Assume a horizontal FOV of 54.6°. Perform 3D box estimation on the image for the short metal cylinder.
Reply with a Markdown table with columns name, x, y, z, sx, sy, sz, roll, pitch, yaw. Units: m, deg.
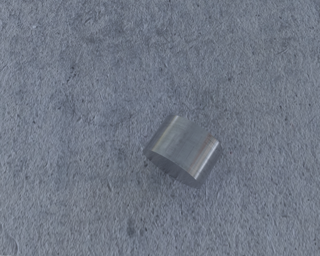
| name | x | y | z | sx | sy | sz | roll | pitch | yaw |
| --- | --- | --- | --- | --- | --- | --- | --- | --- | --- |
| short metal cylinder | 0.027 | 0.029 | 0.369 | 0.080 | 0.080 | 0.050 | 32 | 73 | 11 |
